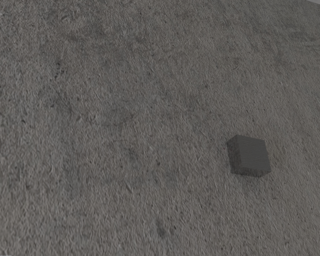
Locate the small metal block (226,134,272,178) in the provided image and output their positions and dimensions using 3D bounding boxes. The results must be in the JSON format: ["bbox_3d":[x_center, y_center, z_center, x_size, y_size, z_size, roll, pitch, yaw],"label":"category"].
[{"bbox_3d":[0.127,0.041,0.447,0.050,0.025,0.050,12,57,-22],"label":"small metal block"}]
